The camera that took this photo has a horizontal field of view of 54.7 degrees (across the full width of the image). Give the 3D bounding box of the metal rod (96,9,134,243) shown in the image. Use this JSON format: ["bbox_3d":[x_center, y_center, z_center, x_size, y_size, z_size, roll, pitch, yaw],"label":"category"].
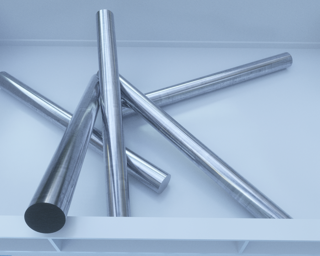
[{"bbox_3d":[-0.058,-0.022,0.372,0.025,0.025,0.299,-6,66,-5],"label":"metal rod"}]

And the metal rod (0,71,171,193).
[{"bbox_3d":[-0.116,-0.005,0.408,0.300,0.025,0.025,29,56,22],"label":"metal rod"}]

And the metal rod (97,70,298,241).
[{"bbox_3d":[0.028,0.015,0.372,0.025,0.025,0.300,-37,66,-27],"label":"metal rod"}]

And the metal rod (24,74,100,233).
[{"bbox_3d":[-0.082,-0.007,0.330,0.025,0.025,0.300,-3,25,-3],"label":"metal rod"}]

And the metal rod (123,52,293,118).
[{"bbox_3d":[0.065,-0.064,0.458,0.302,0.025,0.025,-18,53,-15],"label":"metal rod"}]
